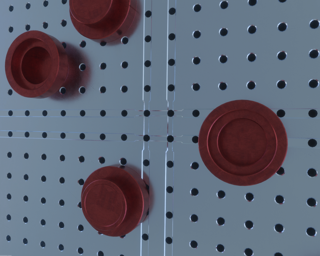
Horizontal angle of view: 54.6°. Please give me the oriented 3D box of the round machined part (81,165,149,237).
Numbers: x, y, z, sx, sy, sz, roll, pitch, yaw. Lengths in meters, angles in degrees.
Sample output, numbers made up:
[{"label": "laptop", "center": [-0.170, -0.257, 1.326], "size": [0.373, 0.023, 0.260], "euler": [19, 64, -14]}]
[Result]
[{"label": "round machined part", "center": [-0.068, 0.102, 0.428], "size": [0.098, 0.042, 0.097], "euler": [0, 90, 20]}]

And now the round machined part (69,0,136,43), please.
[{"label": "round machined part", "center": [-0.087, -0.174, 0.435], "size": [0.098, 0.042, 0.097], "euler": [0, 90, 20]}]

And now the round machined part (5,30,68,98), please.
[{"label": "round machined part", "center": [-0.180, -0.093, 0.468], "size": [0.098, 0.042, 0.097], "euler": [0, 90, 20]}]

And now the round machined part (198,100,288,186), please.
[{"label": "round machined part", "center": [0.098, 0.017, 0.369], "size": [0.098, 0.042, 0.097], "euler": [0, 90, 20]}]
